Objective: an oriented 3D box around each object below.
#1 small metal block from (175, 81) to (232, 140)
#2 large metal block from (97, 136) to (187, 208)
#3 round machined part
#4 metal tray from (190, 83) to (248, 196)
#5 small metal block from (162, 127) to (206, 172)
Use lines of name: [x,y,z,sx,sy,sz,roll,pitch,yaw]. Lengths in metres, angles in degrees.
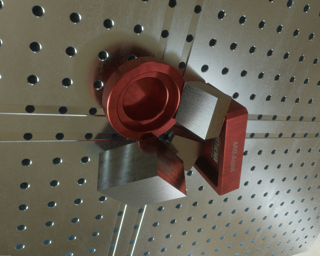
small metal block: [0.049,-0.021,0.357,0.025,0.050,0.050,-9,122,-41]
large metal block: [-0.021,0.059,0.392,0.080,0.050,0.080,-17,146,21]
round machined part: [-0.021,-0.038,0.366,0.099,0.042,0.097,-14,125,-21]
metal tray: [0.073,0.015,0.420,0.030,0.090,0.129,-17,125,-19]
small metal block: [0.029,0.030,0.441,0.050,0.025,0.050,17,114,-24]
